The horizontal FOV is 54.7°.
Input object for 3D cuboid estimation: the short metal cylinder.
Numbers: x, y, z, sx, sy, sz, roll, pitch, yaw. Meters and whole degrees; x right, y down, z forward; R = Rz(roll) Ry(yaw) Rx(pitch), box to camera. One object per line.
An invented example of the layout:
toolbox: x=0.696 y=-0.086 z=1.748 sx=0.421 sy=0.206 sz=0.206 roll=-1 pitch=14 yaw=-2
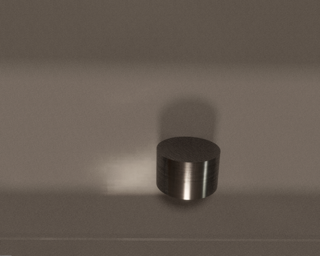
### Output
short metal cylinder: x=0.036 y=0.049 z=0.401 sx=0.081 sy=0.080 sz=0.050 roll=1 pitch=110 yaw=-1
